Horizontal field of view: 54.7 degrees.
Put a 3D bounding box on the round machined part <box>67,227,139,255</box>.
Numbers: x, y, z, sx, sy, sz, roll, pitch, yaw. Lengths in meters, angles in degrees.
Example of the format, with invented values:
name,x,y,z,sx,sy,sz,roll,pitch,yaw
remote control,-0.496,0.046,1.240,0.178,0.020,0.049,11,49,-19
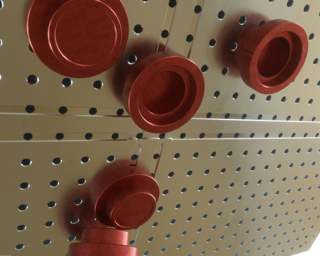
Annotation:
name,x,y,z,sx,sy,sz,roll,pitch,yaw
round machined part,-0.079,0.169,0.442,0.099,0.042,0.098,2,153,1

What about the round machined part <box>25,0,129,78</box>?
name,x,y,z,sx,sy,sz,roll,pitch,yaw
round machined part,-0.076,-0.094,0.301,0.099,0.042,0.097,-14,124,-21

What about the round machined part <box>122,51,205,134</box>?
name,x,y,z,sx,sy,sz,roll,pitch,yaw
round machined part,0.001,-0.045,0.374,0.099,0.042,0.097,-14,125,-21

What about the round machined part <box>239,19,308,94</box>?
name,x,y,z,sx,sy,sz,roll,pitch,yaw
round machined part,0.148,-0.099,0.423,0.099,0.042,0.097,-14,125,-21

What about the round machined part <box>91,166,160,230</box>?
name,x,y,z,sx,sy,sz,roll,pitch,yaw
round machined part,-0.044,0.106,0.443,0.099,0.042,0.097,-14,125,-21
